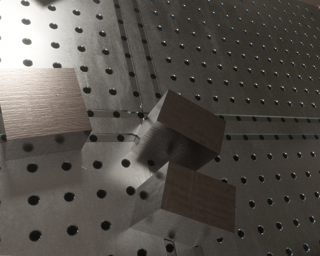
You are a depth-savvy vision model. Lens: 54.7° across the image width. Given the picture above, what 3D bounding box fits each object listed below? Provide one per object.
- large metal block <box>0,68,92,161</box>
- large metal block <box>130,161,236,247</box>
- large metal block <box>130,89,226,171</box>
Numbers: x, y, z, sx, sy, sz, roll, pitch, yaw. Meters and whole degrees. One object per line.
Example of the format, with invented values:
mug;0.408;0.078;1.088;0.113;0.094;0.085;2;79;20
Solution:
large metal block;-0.128;-0.017;0.334;0.081;0.050;0.080;-8;66;-32
large metal block;0.024;0.086;0.335;0.080;0.080;0.050;23;53;-15
large metal block;0.021;0.011;0.379;0.080;0.080;0.050;28;52;-11
